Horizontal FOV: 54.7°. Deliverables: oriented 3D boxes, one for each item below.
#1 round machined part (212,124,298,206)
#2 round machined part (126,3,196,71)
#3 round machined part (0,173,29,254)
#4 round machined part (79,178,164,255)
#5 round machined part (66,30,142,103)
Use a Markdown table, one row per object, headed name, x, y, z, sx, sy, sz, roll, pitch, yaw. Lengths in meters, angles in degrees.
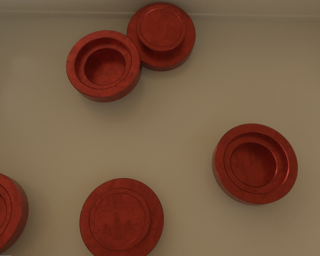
| name | x | y | z | sx | sy | sz | roll | pitch | yaw |
| --- | --- | --- | --- | --- | --- | --- | --- | --- | --- |
| round machined part | 0.114 | 0.047 | 0.385 | 0.099 | 0.042 | 0.098 | 0 | 70 | -1 |
| round machined part | 0.002 | -0.134 | 0.440 | 0.099 | 0.042 | 0.097 | 0 | 82 | -1 |
| round machined part | -0.203 | 0.102 | 0.361 | 0.099 | 0.042 | 0.098 | 0 | 70 | -1 |
| round machined part | -0.045 | 0.107 | 0.361 | 0.099 | 0.042 | 0.098 | 0 | 70 | -1 |
| round machined part | -0.073 | -0.080 | 0.425 | 0.099 | 0.042 | 0.098 | -1 | 74 | 4 |
